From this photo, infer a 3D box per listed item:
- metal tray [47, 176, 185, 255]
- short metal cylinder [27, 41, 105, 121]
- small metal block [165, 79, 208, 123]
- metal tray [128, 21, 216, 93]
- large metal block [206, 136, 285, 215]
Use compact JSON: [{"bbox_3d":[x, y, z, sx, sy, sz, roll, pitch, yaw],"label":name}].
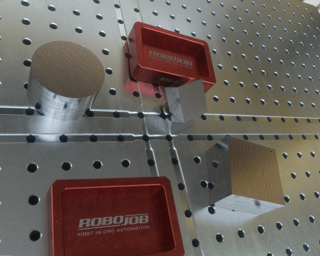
[{"bbox_3d":[-0.045,0.099,0.320,0.131,0.030,0.090,3,60,-27],"label":"metal tray"},{"bbox_3d":[-0.112,-0.055,0.367,0.081,0.050,0.080,14,56,-21],"label":"short metal cylinder"},{"bbox_3d":[0.038,-0.040,0.439,0.050,0.025,0.050,-24,110,-37],"label":"small metal block"},{"bbox_3d":[0.019,-0.108,0.482,0.131,0.030,0.090,8,58,-24],"label":"metal tray"},{"bbox_3d":[0.112,0.065,0.415,0.081,0.050,0.080,16,55,-20],"label":"large metal block"}]
